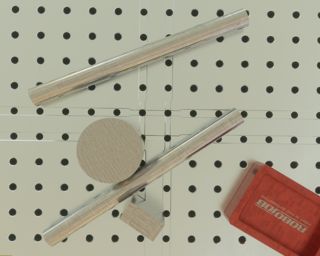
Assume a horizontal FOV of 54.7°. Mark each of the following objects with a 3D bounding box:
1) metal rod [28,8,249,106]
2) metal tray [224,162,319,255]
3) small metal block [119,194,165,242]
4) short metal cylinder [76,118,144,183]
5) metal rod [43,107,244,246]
[{"bbox_3d":[-0.027,-0.094,0.412,0.301,0.025,0.025,-21,90,-1],"label":"metal rod"},{"bbox_3d":[0.165,0.116,0.413,0.130,0.030,0.090,31,90,-1],"label":"metal tray"},{"bbox_3d":[-0.022,0.114,0.401,0.050,0.050,0.025,35,90,-1],"label":"small metal block"},{"bbox_3d":[-0.061,0.027,0.400,0.081,0.050,0.079,0,90,-1],"label":"short metal cylinder"},{"bbox_3d":[-0.021,0.064,0.413,0.301,0.025,0.025,-33,90,-1],"label":"metal rod"}]
